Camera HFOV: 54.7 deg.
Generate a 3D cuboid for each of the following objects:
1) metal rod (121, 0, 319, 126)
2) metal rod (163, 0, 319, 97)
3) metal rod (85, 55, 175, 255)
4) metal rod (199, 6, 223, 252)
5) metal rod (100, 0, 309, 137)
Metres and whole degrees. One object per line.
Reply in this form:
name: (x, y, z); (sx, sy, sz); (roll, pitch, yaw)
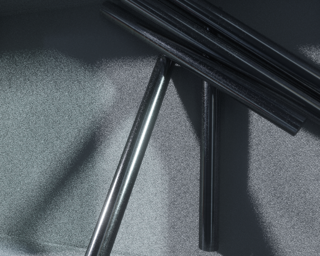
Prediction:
metal rod: (0.083, -0.081, 0.358); (0.301, 0.025, 0.025); (34, 101, 7)
metal rod: (0.121, -0.087, 0.349); (0.300, 0.025, 0.025); (35, 101, 9)
metal rod: (-0.036, 0.044, 0.360); (0.025, 0.025, 0.299); (12, 70, 19)
metal rod: (0.063, 0.001, 0.387); (0.025, 0.025, 0.298); (1, 90, 19)
metal rod: (0.034, -0.084, 0.374); (0.300, 0.025, 0.025); (37, 102, 24)
